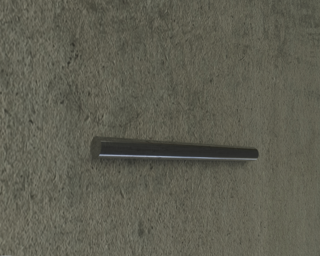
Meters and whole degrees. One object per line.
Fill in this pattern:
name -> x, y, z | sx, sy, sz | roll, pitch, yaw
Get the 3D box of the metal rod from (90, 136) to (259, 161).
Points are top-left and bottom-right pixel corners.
metal rod -> 0.044, 0.033, 0.440 | 0.302, 0.025, 0.025 | 6, 86, -40
